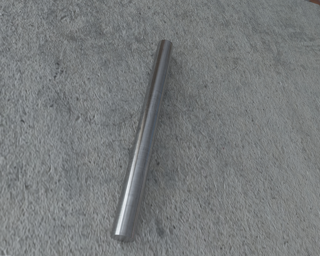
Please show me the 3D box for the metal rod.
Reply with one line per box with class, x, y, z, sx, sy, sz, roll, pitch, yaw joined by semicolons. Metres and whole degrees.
metal rod;-0.015;-0.008;0.400;0.025;0.025;0.300;22;53;-15
